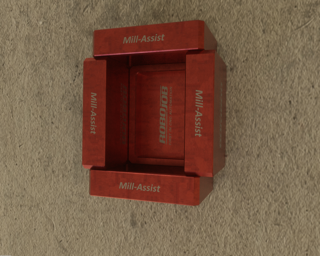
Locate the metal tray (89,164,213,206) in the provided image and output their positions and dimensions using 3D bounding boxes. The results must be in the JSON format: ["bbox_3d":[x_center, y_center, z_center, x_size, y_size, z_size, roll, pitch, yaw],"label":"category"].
[{"bbox_3d":[-0.007,0.063,0.377,0.130,0.090,0.030,1,91,19],"label":"metal tray"}]

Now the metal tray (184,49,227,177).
[{"bbox_3d":[0.055,-0.015,0.355,0.030,0.090,0.129,1,90,20],"label":"metal tray"}]

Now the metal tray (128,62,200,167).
[{"bbox_3d":[0.007,-0.017,0.404,0.090,0.030,0.129,1,90,19],"label":"metal tray"}]

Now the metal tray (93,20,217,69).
[{"bbox_3d":[-0.003,-0.096,0.375,0.130,0.090,0.030,1,91,19],"label":"metal tray"}]

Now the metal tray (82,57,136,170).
[{"bbox_3d":[-0.060,-0.017,0.395,0.030,0.090,0.129,1,90,20],"label":"metal tray"}]
